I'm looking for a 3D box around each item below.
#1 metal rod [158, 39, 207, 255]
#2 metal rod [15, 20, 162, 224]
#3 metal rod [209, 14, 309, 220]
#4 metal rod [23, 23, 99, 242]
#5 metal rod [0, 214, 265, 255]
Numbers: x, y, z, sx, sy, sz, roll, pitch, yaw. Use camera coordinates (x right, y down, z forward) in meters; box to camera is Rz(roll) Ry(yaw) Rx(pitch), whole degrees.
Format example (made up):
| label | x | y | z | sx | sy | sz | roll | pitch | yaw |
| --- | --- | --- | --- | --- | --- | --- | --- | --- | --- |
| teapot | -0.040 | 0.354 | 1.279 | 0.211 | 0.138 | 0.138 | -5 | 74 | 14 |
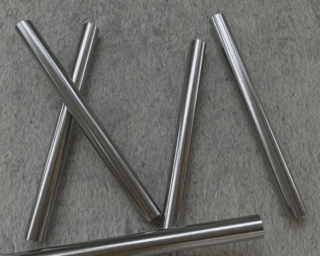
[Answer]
| label | x | y | z | sx | sy | sz | roll | pitch | yaw |
| --- | --- | --- | --- | --- | --- | --- | --- | --- | --- |
| metal rod | 0.031 | 0.017 | 0.402 | 0.025 | 0.025 | 0.299 | 9 | 70 | 3 |
| metal rod | -0.094 | -0.013 | 0.390 | 0.025 | 0.025 | 0.299 | -34 | 82 | -12 |
| metal rod | 0.126 | -0.029 | 0.420 | 0.025 | 0.025 | 0.299 | -14 | 71 | -6 |
| metal rod | -0.124 | -0.009 | 0.409 | 0.025 | 0.025 | 0.299 | 8 | 70 | 2 |
| metal rod | -0.041 | 0.131 | 0.339 | 0.302 | 0.025 | 0.025 | -10 | 70 | 4 |
